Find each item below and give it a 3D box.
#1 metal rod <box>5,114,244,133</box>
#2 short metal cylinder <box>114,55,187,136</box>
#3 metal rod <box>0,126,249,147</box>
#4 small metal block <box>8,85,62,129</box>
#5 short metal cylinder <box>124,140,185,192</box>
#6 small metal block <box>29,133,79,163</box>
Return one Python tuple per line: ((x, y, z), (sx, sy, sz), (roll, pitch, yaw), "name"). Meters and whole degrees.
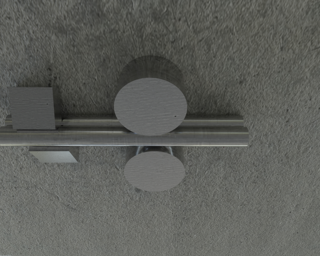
((-0.045, -0.005, 0.404), (0.302, 0.025, 0.025), (0, 130, -1), "metal rod")
((-0.010, -0.037, 0.360), (0.081, 0.050, 0.079), (0, 130, 0), "short metal cylinder")
((-0.044, 0.010, 0.384), (0.302, 0.025, 0.025), (0, 130, 0), "metal rod")
((-0.149, -0.025, 0.373), (0.050, 0.025, 0.050), (0, 103, 0), "small metal block")
((-0.007, 0.043, 0.429), (0.081, 0.050, 0.079), (0, 130, 0), "short metal cylinder")
((-0.140, 0.028, 0.418), (0.050, 0.025, 0.050), (0, 157, -1), "small metal block")
